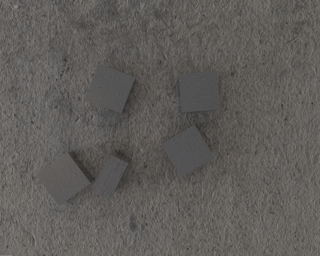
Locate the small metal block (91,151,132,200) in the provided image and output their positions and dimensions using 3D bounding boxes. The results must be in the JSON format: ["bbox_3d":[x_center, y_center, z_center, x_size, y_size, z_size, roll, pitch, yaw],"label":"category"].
[{"bbox_3d":[-0.060,0.059,0.397,0.025,0.050,0.050,27,90,0],"label":"small metal block"}]

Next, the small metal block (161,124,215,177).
[{"bbox_3d":[0.036,0.029,0.410,0.050,0.025,0.050,-31,90,0],"label":"small metal block"}]

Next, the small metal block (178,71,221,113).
[{"bbox_3d":[0.051,-0.047,0.410,0.050,0.025,0.050,-5,90,0],"label":"small metal block"}]

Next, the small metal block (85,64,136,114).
[{"bbox_3d":[-0.064,-0.051,0.409,0.050,0.025,0.050,21,90,0],"label":"small metal block"}]

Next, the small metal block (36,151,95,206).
[{"bbox_3d":[-0.124,0.066,0.409,0.050,0.025,0.050,-37,90,0],"label":"small metal block"}]
